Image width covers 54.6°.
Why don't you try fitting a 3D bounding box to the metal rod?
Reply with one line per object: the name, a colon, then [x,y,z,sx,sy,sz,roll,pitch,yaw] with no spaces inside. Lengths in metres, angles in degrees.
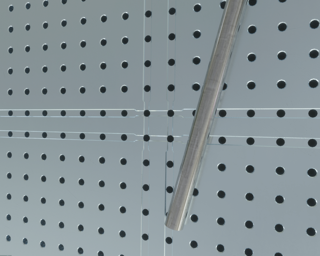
metal rod: [0.057,-0.015,0.392,0.025,0.025,0.298,17,96,19]
